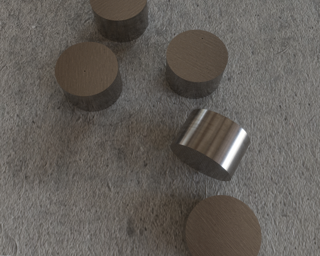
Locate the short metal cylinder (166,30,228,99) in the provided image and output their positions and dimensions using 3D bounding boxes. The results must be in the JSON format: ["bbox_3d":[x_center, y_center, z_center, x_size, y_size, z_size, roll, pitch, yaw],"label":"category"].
[{"bbox_3d":[0.049,-0.087,0.427,0.081,0.050,0.080,0,70,0],"label":"short metal cylinder"}]

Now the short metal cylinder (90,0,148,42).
[{"bbox_3d":[-0.058,-0.175,0.458,0.081,0.050,0.080,0,70,0],"label":"short metal cylinder"}]

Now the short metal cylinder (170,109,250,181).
[{"bbox_3d":[0.060,0.021,0.371,0.080,0.080,0.050,29,73,10],"label":"short metal cylinder"}]

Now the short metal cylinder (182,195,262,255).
[{"bbox_3d":[0.067,0.120,0.351,0.081,0.050,0.080,0,70,0],"label":"short metal cylinder"}]

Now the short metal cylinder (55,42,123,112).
[{"bbox_3d":[-0.094,-0.068,0.419,0.081,0.050,0.080,0,70,0],"label":"short metal cylinder"}]
